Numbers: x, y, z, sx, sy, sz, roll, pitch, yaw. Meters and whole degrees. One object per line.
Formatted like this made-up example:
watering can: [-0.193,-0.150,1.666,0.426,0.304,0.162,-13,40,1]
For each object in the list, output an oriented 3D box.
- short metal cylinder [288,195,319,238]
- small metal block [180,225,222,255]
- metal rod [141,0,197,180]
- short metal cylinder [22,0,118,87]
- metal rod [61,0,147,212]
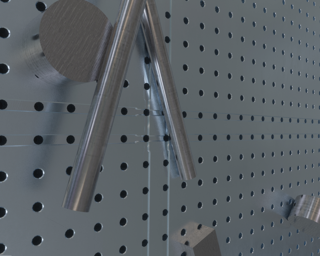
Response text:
short metal cylinder: [0.313,0.181,0.637,0.080,0.080,0.050,49,61,-29]
small metal block: [0.062,0.183,0.462,0.050,0.025,0.050,-24,106,-37]
metal rod: [0.004,-0.072,0.412,0.025,0.025,0.298,-24,105,-38]
short metal cylinder: [-0.091,-0.084,0.316,0.081,0.050,0.079,0,90,-40]
metal rod: [-0.042,-0.069,0.308,0.025,0.025,0.299,22,76,-38]
